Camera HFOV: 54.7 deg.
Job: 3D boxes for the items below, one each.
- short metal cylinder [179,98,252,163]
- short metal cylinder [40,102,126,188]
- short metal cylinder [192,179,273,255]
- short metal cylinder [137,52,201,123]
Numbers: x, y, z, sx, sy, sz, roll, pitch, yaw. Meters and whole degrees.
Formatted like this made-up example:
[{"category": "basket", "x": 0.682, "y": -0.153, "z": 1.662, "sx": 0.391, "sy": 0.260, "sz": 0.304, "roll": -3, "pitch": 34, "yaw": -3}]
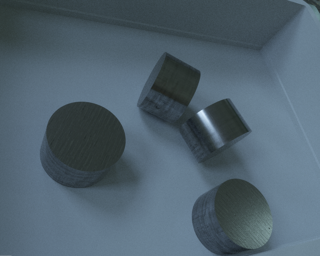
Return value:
[{"category": "short metal cylinder", "x": 0.072, "y": 0.005, "z": 0.408, "sx": 0.081, "sy": 0.080, "sz": 0.050, "roll": -20, "pitch": 73, "yaw": -36}, {"category": "short metal cylinder", "x": -0.084, "y": 0.019, "z": 0.334, "sx": 0.081, "sy": 0.050, "sz": 0.080, "roll": 14, "pitch": 56, "yaw": -21}, {"category": "short metal cylinder", "x": 0.086, "y": 0.107, "z": 0.372, "sx": 0.081, "sy": 0.050, "sz": 0.080, "roll": 14, "pitch": 56, "yaw": -21}, {"category": "short metal cylinder", "x": 0.011, "y": -0.053, "z": 0.410, "sx": 0.050, "sy": 0.080, "sz": 0.080, "roll": 27, "pitch": 52, "yaw": -12}]
